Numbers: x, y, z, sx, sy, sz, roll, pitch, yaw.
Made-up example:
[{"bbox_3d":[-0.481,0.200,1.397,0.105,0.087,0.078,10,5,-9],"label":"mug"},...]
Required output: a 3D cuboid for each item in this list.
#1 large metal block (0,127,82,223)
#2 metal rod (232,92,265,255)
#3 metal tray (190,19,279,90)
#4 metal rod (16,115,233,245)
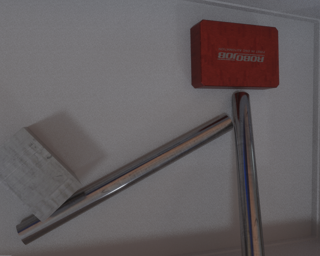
[{"bbox_3d":[-0.135,0.045,0.332,0.050,0.080,0.080,-45,104,-15],"label":"large metal block"},{"bbox_3d":[0.109,0.082,0.381,0.025,0.025,0.300,17,57,-20],"label":"metal rod"},{"bbox_3d":[0.110,-0.103,0.450,0.131,0.030,0.089,-2,91,-21],"label":"metal tray"},{"bbox_3d":[-0.030,0.057,0.400,0.302,0.025,0.025,-27,99,-18],"label":"metal rod"}]
